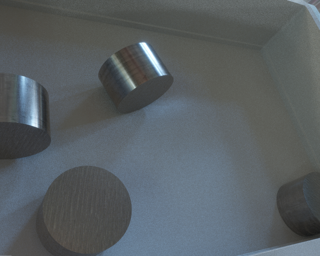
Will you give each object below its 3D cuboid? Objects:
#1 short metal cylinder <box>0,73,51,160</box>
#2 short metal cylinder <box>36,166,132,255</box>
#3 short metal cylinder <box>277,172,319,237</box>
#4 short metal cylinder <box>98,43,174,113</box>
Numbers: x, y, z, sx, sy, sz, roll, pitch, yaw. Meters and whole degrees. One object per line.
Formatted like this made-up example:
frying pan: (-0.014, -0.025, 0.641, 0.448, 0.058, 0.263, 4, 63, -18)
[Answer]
short metal cylinder: (-0.148, -0.008, 0.296, 0.081, 0.080, 0.050, 2, 61, -28)
short metal cylinder: (-0.074, 0.083, 0.300, 0.081, 0.050, 0.080, 14, 56, -21)
short metal cylinder: (0.216, 0.109, 0.442, 0.081, 0.050, 0.080, 14, 56, -21)
short metal cylinder: (-0.030, -0.062, 0.393, 0.081, 0.080, 0.050, -22, 74, -36)
